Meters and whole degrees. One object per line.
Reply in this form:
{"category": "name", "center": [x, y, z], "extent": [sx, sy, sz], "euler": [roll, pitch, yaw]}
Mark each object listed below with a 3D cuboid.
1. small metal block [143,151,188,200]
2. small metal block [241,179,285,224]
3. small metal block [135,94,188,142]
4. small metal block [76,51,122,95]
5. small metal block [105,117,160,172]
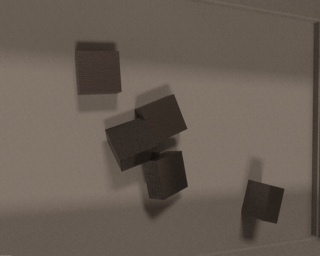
{"category": "small metal block", "center": [0.008, 0.060, 0.403], "extent": [0.050, 0.025, 0.050], "euler": [-16, 98, -47]}
{"category": "small metal block", "center": [0.150, 0.107, 0.455], "extent": [0.025, 0.050, 0.050], "euler": [17, 85, -20]}
{"category": "small metal block", "center": [0.001, -0.012, 0.412], "extent": [0.050, 0.025, 0.050], "euler": [-24, 98, -19]}
{"category": "small metal block", "center": [-0.077, -0.068, 0.383], "extent": [0.050, 0.025, 0.050], "euler": [-4, 92, -20]}
{"category": "small metal block", "center": [-0.034, 0.019, 0.383], "extent": [0.050, 0.025, 0.050], "euler": [-20, 53, -17]}
